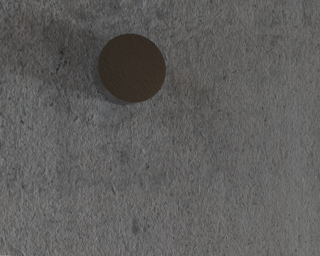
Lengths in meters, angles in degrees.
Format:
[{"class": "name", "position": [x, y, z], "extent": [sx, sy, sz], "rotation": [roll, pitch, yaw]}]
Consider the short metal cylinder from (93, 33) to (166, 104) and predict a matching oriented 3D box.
[{"class": "short metal cylinder", "position": [-0.039, -0.069, 0.381], "extent": [0.081, 0.050, 0.080], "rotation": [0, 90, -20]}]
